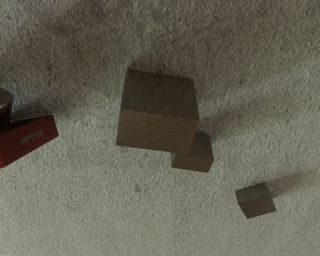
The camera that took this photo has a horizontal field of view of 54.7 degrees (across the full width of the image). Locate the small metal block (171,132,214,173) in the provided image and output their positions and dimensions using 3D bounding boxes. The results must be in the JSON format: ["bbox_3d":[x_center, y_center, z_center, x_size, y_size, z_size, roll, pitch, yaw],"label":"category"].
[{"bbox_3d":[0.042,0.030,0.417,0.050,0.050,0.025,10,129,-8],"label":"small metal block"}]

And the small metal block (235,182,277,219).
[{"bbox_3d":[0.158,0.121,0.512,0.050,0.025,0.050,-22,127,17],"label":"small metal block"}]

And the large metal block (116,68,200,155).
[{"bbox_3d":[-0.004,-0.020,0.354,0.081,0.080,0.050,8,130,-7],"label":"large metal block"}]

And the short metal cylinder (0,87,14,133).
[{"bbox_3d":[-0.212,-0.017,0.347,0.081,0.080,0.050,14,109,-12],"label":"short metal cylinder"}]

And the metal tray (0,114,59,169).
[{"bbox_3d":[-0.186,0.017,0.352,0.090,0.130,0.030,-10,101,8],"label":"metal tray"}]
